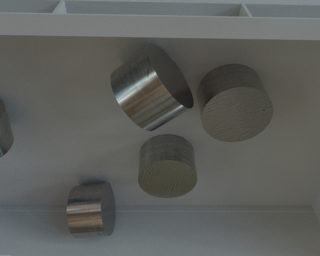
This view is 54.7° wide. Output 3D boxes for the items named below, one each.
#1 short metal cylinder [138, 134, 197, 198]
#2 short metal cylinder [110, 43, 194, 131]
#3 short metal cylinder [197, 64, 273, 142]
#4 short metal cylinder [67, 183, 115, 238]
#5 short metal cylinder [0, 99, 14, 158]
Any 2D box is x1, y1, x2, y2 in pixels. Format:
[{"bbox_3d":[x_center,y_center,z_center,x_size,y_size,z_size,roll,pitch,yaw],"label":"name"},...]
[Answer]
[{"bbox_3d":[0.010,0.055,0.440,0.081,0.050,0.079,0,130,0],"label":"short metal cylinder"},{"bbox_3d":[-0.007,-0.043,0.336,0.050,0.080,0.080,-31,124,23],"label":"short metal cylinder"},{"bbox_3d":[0.087,-0.029,0.370,0.081,0.050,0.079,0,130,0],"label":"short metal cylinder"},{"bbox_3d":[-0.104,0.127,0.480,0.050,0.080,0.080,-7,130,5],"label":"short metal cylinder"},{"bbox_3d":[-0.224,0.001,0.370,0.081,0.080,0.050,4,130,-4],"label":"short metal cylinder"}]
